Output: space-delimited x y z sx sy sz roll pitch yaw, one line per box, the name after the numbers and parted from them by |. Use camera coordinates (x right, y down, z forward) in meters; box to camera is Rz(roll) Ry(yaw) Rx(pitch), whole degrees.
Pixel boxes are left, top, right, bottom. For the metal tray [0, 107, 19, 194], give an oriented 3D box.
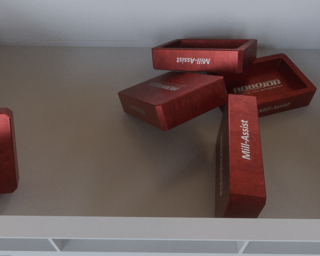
-0.221 0.028 0.319 0.131 0.089 0.030 -4 16 -20 | metal tray

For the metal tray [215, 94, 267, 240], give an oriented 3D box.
0.081 0.039 0.330 0.030 0.089 0.130 6 50 4 | metal tray

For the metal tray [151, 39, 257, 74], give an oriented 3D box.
0.065 -0.108 0.450 0.130 0.030 0.090 8 27 27 | metal tray

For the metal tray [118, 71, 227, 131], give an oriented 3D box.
0.011 -0.040 0.393 0.091 0.030 0.130 -25 22 -20 | metal tray

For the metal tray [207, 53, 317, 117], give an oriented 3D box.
0.144 -0.061 0.453 0.131 0.030 0.090 -13 51 -11 | metal tray
